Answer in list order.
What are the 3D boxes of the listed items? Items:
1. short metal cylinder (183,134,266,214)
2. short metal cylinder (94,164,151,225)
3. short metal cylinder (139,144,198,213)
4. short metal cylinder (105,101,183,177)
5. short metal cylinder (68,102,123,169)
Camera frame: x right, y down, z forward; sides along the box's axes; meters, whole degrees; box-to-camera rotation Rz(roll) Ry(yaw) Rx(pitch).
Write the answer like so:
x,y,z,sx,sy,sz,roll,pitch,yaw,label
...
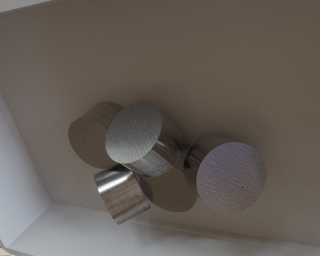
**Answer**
x,y,z,sx,sy,sz,roll,pitch,yaw,label
0.073,0.051,0.356,0.081,0.050,0.079,-2,98,-11,short metal cylinder
-0.053,0.090,0.445,0.050,0.080,0.080,-27,109,-7,short metal cylinder
0.020,0.067,0.420,0.080,0.050,0.079,13,124,20,short metal cylinder
-0.019,0.014,0.379,0.080,0.080,0.050,-8,150,31,short metal cylinder
-0.080,0.010,0.436,0.080,0.050,0.079,13,124,20,short metal cylinder
